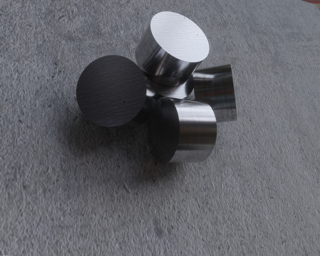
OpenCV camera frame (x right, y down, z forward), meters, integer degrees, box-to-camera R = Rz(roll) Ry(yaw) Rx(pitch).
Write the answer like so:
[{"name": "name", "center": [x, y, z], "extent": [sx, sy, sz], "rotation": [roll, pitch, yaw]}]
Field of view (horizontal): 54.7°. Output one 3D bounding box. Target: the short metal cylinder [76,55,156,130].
[{"name": "short metal cylinder", "center": [-0.049, -0.039, 0.362], "extent": [0.080, 0.050, 0.080], "rotation": [-1, 85, 10]}]

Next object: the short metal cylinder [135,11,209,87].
[{"name": "short metal cylinder", "center": [0.015, -0.100, 0.395], "extent": [0.081, 0.050, 0.080], "rotation": [14, 56, -21]}]

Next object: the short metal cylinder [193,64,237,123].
[{"name": "short metal cylinder", "center": [0.078, -0.047, 0.435], "extent": [0.050, 0.080, 0.080], "rotation": [-7, 58, 12]}]

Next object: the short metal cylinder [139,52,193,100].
[{"name": "short metal cylinder", "center": [0.000, -0.060, 0.428], "extent": [0.081, 0.050, 0.080], "rotation": [14, 56, -21]}]

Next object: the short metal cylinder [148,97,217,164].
[{"name": "short metal cylinder", "center": [0.025, 0.003, 0.382], "extent": [0.050, 0.080, 0.080], "rotation": [2, 61, -28]}]
